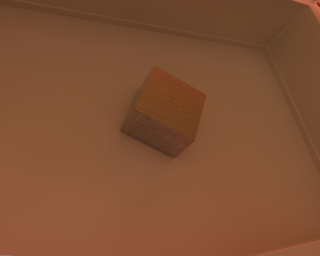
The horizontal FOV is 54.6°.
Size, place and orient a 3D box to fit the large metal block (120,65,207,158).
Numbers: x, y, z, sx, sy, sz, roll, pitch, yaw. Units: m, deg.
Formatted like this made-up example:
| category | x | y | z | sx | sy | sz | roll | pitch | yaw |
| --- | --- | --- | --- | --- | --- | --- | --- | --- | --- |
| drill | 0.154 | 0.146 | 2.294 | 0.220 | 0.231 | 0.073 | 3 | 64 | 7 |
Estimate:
| category | x | y | z | sx | sy | sz | roll | pitch | yaw |
| --- | --- | --- | --- | --- | --- | --- | --- | --- | --- |
| large metal block | 0.006 | -0.021 | 0.401 | 0.080 | 0.050 | 0.080 | 28 | 52 | -11 |
